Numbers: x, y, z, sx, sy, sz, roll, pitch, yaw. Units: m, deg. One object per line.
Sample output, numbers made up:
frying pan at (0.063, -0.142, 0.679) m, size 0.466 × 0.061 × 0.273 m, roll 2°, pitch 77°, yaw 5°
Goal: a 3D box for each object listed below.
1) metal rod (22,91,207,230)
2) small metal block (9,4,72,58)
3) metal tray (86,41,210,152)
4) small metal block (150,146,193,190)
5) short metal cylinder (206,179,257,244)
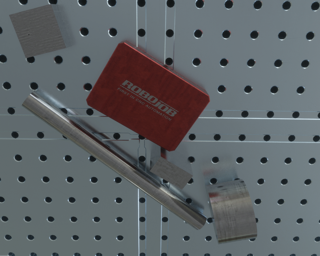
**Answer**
metal rod at (-0.054, 0.052, 0.431) m, size 0.301 × 0.025 × 0.025 m, roll 38°, pitch 105°, yaw -13°
small metal block at (-0.141, -0.115, 0.369) m, size 0.050 × 0.025 × 0.050 m, roll -13°, pitch 110°, yaw 4°
metal tray at (-0.014, -0.039, 0.396) m, size 0.130 × 0.030 × 0.090 m, roll 30°, pitch 107°, yaw -11°
small metal block at (0.015, 0.049, 0.419) m, size 0.050 × 0.050 × 0.025 m, roll 32°, pitch 107°, yaw -11°
short metal cylinder at (0.097, 0.115, 0.428) m, size 0.050 × 0.080 × 0.079 m, roll -11°, pitch 110°, yaw 4°
